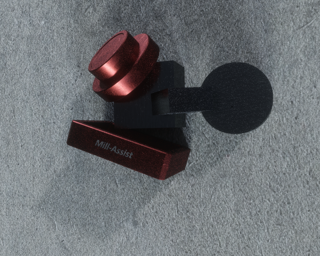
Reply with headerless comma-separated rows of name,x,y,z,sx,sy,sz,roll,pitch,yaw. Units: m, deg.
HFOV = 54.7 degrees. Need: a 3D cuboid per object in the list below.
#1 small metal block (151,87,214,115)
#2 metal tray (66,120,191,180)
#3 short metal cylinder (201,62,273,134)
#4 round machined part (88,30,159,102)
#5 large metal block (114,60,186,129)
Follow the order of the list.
small metal block,0.023,-0.029,0.340,0.050,0.050,0.025,-5,91,-22
metal tray,-0.036,0.023,0.388,0.130,0.090,0.030,18,96,19
short metal cylinder,0.091,-0.033,0.366,0.080,0.050,0.080,0,90,20
round machined part,-0.051,-0.083,0.389,0.098,0.098,0.042,-38,122,16
large metal block,-0.012,-0.040,0.402,0.080,0.050,0.080,-2,90,20
